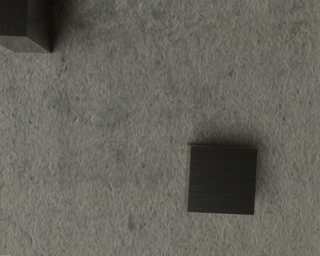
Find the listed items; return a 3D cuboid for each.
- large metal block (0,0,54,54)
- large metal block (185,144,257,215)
[{"bbox_3d":[-0.171,-0.141,0.380,0.050,0.080,0.079,2,90,0],"label":"large metal block"},{"bbox_3d":[0.075,0.063,0.399,0.081,0.050,0.079,3,90,-1],"label":"large metal block"}]
